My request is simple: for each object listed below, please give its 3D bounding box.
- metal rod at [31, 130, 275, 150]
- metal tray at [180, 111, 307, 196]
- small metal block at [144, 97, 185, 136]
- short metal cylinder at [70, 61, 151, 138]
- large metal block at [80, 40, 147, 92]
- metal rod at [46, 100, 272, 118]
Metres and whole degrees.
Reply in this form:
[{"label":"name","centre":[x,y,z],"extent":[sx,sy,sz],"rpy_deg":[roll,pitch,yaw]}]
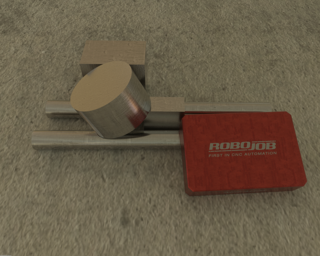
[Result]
[{"label":"metal rod","centre":[-0.006,0.015,0.392],"extent":[0.302,0.025,0.025],"rpy_deg":[0,50,-1]},{"label":"metal tray","centre":[0.092,0.029,0.360],"extent":[0.131,0.030,0.090],"rpy_deg":[-2,68,-4]},{"label":"small metal block","centre":[0.005,-0.014,0.399],"extent":[0.050,0.050,0.025],"rpy_deg":[1,50,0]},{"label":"short metal cylinder","centre":[-0.058,-0.034,0.370],"extent":[0.080,0.050,0.080],"rpy_deg":[-16,46,17]},{"label":"large metal block","centre":[-0.059,-0.073,0.430],"extent":[0.081,0.080,0.050],"rpy_deg":[1,50,0]},{"label":"metal rod","centre":[-0.002,-0.024,0.425],"extent":[0.302,0.025,0.025],"rpy_deg":[1,50,0]}]
